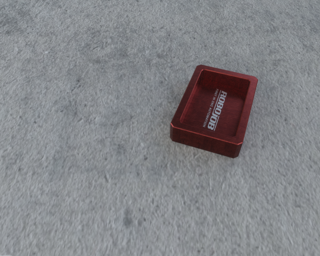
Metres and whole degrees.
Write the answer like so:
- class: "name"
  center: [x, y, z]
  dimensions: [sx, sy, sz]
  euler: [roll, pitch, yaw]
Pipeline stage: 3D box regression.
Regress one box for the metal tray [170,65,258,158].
- class: "metal tray"
  center: [0.076, -0.028, 0.424]
  dimensions: [0.090, 0.030, 0.130]
  euler: [16, 52, 13]
